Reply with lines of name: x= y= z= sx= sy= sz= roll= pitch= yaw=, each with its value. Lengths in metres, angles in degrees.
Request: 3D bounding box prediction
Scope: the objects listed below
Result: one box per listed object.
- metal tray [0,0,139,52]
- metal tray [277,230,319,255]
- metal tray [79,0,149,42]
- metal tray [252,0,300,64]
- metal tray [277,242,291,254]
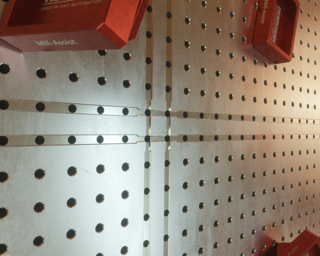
metal tray: x=-0.078 y=-0.115 z=0.272 sx=0.030 sy=0.130 sz=0.090 roll=32 pitch=69 yaw=-57
metal tray: x=0.260 y=0.269 z=0.593 sx=0.130 sy=0.030 sz=0.090 roll=-36 pitch=114 yaw=-11
metal tray: x=-0.052 y=-0.176 z=0.360 sx=0.090 sy=0.030 sz=0.130 roll=28 pitch=73 yaw=-37
metal tray: x=0.223 y=-0.199 z=0.590 sx=0.090 sy=0.030 sz=0.130 roll=20 pitch=77 yaw=-38
metal tray: x=0.248 y=0.296 z=0.584 sx=0.090 sy=0.030 sz=0.130 roll=57 pitch=37 yaw=-24
